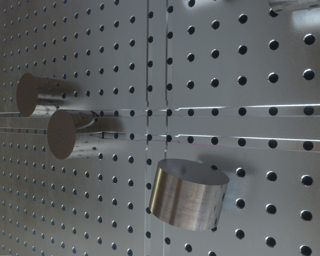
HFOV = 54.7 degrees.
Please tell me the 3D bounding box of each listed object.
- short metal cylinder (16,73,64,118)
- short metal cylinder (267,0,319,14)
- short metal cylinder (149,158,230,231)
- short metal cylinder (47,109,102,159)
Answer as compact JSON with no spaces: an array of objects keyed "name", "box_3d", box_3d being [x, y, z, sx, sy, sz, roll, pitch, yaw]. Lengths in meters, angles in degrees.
[{"name":"short metal cylinder","box_3d":[-0.225,-0.060,0.579,0.080,0.050,0.079,0,90,40]},{"name":"short metal cylinder","box_3d":[0.128,-0.144,0.268,0.050,0.081,0.079,7,94,40]},{"name":"short metal cylinder","box_3d":[0.032,0.071,0.347,0.080,0.081,0.050,20,103,38]},{"name":"short metal cylinder","box_3d":[-0.141,0.010,0.510,0.080,0.050,0.079,0,90,40]}]
